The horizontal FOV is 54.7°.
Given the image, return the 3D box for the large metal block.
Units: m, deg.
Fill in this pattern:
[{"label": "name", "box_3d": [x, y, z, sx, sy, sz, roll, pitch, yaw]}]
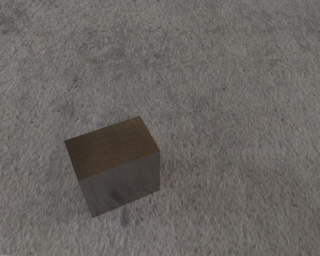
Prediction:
[{"label": "large metal block", "box_3d": [-0.047, 0.042, 0.331, 0.081, 0.080, 0.050, -20, 53, -16]}]
